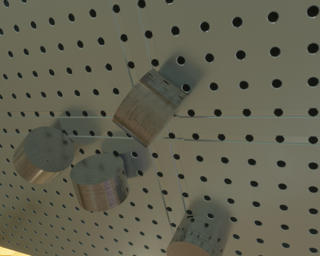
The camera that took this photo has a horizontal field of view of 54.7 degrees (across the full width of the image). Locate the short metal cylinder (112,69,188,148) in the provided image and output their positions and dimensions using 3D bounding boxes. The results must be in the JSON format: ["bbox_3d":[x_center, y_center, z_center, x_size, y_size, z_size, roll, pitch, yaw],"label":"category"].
[{"bbox_3d":[-0.011,-0.023,0.367,0.050,0.080,0.080,38,129,2],"label":"short metal cylinder"}]

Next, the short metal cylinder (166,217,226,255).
[{"bbox_3d":[0.057,0.187,0.481,0.080,0.050,0.079,13,124,21],"label":"short metal cylinder"}]

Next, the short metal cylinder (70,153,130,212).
[{"bbox_3d":[-0.091,0.081,0.474,0.080,0.080,0.050,6,121,25],"label":"short metal cylinder"}]

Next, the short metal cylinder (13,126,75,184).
[{"bbox_3d":[-0.188,0.044,0.502,0.080,0.080,0.050,48,129,-6],"label":"short metal cylinder"}]
